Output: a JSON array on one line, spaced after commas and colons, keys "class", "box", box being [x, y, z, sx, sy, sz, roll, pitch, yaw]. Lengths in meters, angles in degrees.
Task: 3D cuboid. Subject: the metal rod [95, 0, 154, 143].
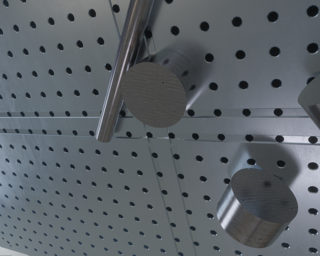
[{"class": "metal rod", "box": [-0.038, -0.095, 0.371, 0.025, 0.025, 0.298, 30, 128, 9]}]

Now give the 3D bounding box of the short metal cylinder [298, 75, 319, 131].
[{"class": "short metal cylinder", "box": [0.172, -0.026, 0.269, 0.080, 0.080, 0.050, -35, 99, 38]}]

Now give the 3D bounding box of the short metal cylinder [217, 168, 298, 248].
[{"class": "short metal cylinder", "box": [0.115, 0.095, 0.374, 0.080, 0.080, 0.050, 26, 128, 12]}]

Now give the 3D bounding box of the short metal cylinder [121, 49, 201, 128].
[{"class": "short metal cylinder", "box": [0.002, -0.047, 0.365, 0.080, 0.050, 0.079, 13, 124, 21]}]
